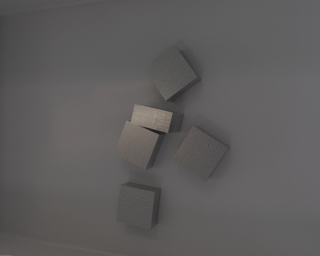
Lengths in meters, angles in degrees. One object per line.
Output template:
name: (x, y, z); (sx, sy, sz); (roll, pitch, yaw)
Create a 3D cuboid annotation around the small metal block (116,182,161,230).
small metal block: (-0.029, 0.104, 0.421); (0.050, 0.025, 0.050); (7, 92, 19)

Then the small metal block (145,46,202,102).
small metal block: (0.017, -0.069, 0.404); (0.050, 0.025, 0.050); (-36, 79, 16)

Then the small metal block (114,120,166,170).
small metal block: (-0.028, 0.022, 0.420); (0.050, 0.025, 0.050); (24, 98, 18)

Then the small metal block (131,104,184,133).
small metal block: (-0.002, -0.012, 0.398); (0.050, 0.050, 0.025); (14, 95, 19)

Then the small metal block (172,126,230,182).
small metal block: (0.052, 0.031, 0.392); (0.050, 0.025, 0.050); (34, 101, 16)
